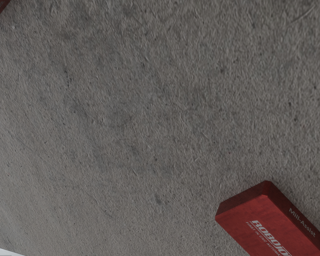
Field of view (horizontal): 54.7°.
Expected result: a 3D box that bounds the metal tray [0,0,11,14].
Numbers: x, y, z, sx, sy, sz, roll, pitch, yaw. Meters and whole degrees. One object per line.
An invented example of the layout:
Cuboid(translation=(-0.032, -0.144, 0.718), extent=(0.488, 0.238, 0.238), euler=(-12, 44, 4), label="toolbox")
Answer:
Cuboid(translation=(-0.250, -0.196, 0.413), extent=(0.130, 0.030, 0.090), euler=(-24, 106, 36), label="metal tray")

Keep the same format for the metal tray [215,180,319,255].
Cuboid(translation=(0.150, 0.139, 0.411), extent=(0.130, 0.030, 0.090), euler=(46, 129, -4), label="metal tray")
